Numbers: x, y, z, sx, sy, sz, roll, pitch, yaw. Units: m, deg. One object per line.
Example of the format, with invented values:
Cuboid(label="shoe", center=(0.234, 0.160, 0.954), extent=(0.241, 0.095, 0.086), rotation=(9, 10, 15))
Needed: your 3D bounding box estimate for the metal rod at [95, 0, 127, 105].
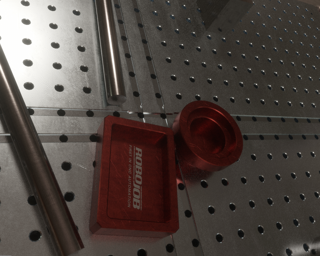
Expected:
Cuboid(label="metal rod", center=(-0.082, -0.168, 0.467), extent=(0.025, 0.025, 0.299), rotation=(3, 60, -27))

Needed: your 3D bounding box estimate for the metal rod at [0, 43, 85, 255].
Cuboid(label="metal rod", center=(-0.151, -0.008, 0.331), extent=(0.025, 0.025, 0.299), rotation=(-17, 71, -35))

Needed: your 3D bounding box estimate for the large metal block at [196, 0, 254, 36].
Cuboid(label="large metal block", center=(0.120, -0.236, 0.584), extent=(0.050, 0.080, 0.080), rotation=(3, 61, -27))

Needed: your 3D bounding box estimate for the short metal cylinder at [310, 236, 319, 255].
Cuboid(label="short metal cylinder", center=(0.256, 0.183, 0.421), extent=(0.081, 0.050, 0.080), rotation=(14, 56, -21))

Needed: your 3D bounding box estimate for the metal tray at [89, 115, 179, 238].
Cuboid(label="metal tray", center=(-0.028, 0.055, 0.357), extent=(0.091, 0.030, 0.130), rotation=(12, 57, -22))

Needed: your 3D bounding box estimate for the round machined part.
Cuboid(label="round machined part", center=(0.060, 0.014, 0.423), extent=(0.099, 0.042, 0.098), rotation=(14, 56, -21))
